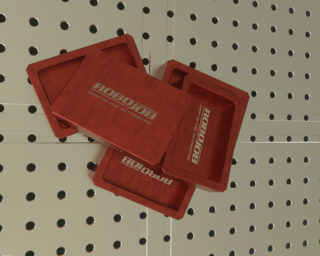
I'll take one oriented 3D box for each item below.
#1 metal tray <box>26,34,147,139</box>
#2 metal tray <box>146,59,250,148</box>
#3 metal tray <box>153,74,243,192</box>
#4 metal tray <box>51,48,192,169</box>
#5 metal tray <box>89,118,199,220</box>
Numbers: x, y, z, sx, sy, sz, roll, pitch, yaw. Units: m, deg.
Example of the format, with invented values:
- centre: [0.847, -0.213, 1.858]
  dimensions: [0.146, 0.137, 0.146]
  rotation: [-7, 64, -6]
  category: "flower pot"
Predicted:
- centre: [-0.081, -0.052, 0.380]
  dimensions: [0.131, 0.030, 0.090]
  rotation: [-24, 98, -18]
  category: "metal tray"
- centre: [0.052, -0.027, 0.428]
  dimensions: [0.131, 0.030, 0.090]
  rotation: [20, 83, -18]
  category: "metal tray"
- centre: [0.051, 0.008, 0.395]
  dimensions: [0.090, 0.030, 0.130]
  rotation: [21, 71, -19]
  category: "metal tray"
- centre: [-0.041, -0.023, 0.351]
  dimensions: [0.130, 0.030, 0.090]
  rotation: [27, 72, 4]
  category: "metal tray"
- centre: [-0.013, 0.054, 0.405]
  dimensions: [0.131, 0.030, 0.090]
  rotation: [28, 81, -18]
  category: "metal tray"
